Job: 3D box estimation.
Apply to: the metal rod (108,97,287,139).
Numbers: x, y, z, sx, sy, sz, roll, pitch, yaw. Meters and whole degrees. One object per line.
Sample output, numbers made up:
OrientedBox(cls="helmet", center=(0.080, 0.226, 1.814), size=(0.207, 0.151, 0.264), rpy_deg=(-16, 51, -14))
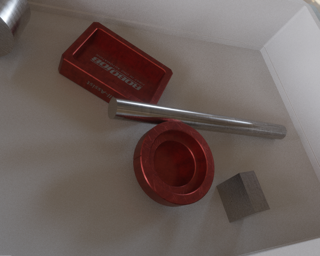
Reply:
OrientedBox(cls="metal rod", center=(0.073, -0.008, 0.429), size=(0.302, 0.025, 0.025), rpy_deg=(7, 59, -33))

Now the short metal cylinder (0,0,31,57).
OrientedBox(cls="short metal cylinder", center=(-0.194, -0.126, 0.343), size=(0.080, 0.080, 0.050), rpy_deg=(20, 54, -17))

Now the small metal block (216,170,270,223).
OrientedBox(cls="small metal block", center=(0.104, 0.088, 0.394), size=(0.025, 0.050, 0.050), rpy_deg=(-3, 64, -30))

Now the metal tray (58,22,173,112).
OrientedBox(cls="metal tray", center=(-0.056, -0.077, 0.420), size=(0.130, 0.030, 0.090), rpy_deg=(32, 51, -8))

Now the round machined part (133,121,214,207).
OrientedBox(cls="round machined part", center=(0.013, 0.044, 0.370), size=(0.099, 0.042, 0.098), rpy_deg=(11, 66, -26))
